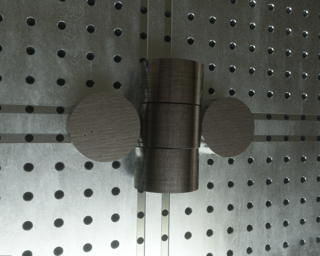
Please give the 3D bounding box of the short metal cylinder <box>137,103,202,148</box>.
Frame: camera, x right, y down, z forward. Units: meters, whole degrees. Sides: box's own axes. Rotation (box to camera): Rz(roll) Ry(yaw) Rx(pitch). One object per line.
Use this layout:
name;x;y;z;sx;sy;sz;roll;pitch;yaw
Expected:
short metal cylinder;0.012;-0.002;0.388;0.081;0.080;0.050;2;90;-20

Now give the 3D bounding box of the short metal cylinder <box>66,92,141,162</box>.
short metal cylinder;-0.069;-0.001;0.374;0.081;0.050;0.079;0;90;-21

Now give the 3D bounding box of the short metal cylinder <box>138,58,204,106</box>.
short metal cylinder;0.014;-0.054;0.389;0.081;0.080;0.050;3;89;-20

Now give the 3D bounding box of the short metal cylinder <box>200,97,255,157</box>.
short metal cylinder;0.082;-0.001;0.430;0.081;0.050;0.079;0;90;-21

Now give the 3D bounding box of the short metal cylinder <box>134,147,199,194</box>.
short metal cylinder;0.008;0.049;0.387;0.081;0.080;0.050;1;90;-20
